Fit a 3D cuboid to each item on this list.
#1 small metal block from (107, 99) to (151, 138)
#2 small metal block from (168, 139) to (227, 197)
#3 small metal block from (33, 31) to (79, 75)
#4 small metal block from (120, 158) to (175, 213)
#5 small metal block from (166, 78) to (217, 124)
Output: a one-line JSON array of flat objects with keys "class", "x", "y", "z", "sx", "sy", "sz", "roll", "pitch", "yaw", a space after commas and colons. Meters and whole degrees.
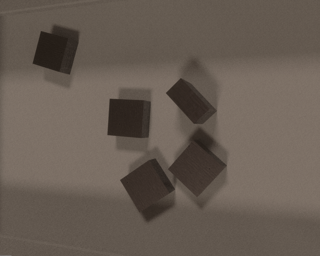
[{"class": "small metal block", "x": -0.042, "y": -0.013, "z": 0.424, "sx": 0.050, "sy": 0.025, "sz": 0.050, "roll": 4, "pitch": 91, "yaw": 19}, {"class": "small metal block", "x": 0.048, "y": 0.050, "z": 0.393, "sx": 0.050, "sy": 0.025, "sz": 0.050, "roll": 43, "pitch": 103, "yaw": 14}, {"class": "small metal block", "x": -0.156, "y": -0.112, "z": 0.464, "sx": 0.050, "sy": 0.025, "sz": 0.050, "roll": 19, "pitch": 96, "yaw": 18}, {"class": "small metal block", "x": -0.016, "y": 0.076, "z": 0.415, "sx": 0.050, "sy": 0.025, "sz": 0.050, "roll": -36, "pitch": 79, "yaw": 16}, {"class": "small metal block", "x": 0.040, "y": -0.032, "z": 0.383, "sx": 0.025, "sy": 0.050, "sz": 0.050, "roll": -44, "pitch": 77, "yaw": 14}]
